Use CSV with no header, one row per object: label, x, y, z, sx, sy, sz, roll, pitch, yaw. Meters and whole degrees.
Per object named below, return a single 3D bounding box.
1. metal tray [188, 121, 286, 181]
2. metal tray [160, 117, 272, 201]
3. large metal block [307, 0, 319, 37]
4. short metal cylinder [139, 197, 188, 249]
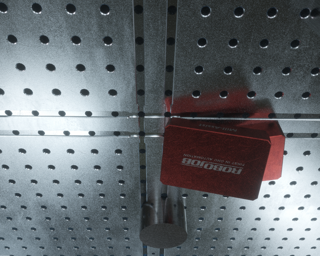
metal tray,0.106,0.042,0.446,0.131,0.030,0.090,-8,130,6
metal tray,0.070,0.040,0.410,0.131,0.030,0.089,9,114,8
large metal block,0.184,-0.117,0.279,0.050,0.080,0.079,-1,130,0
short metal cylinder,0.006,0.165,0.536,0.081,0.050,0.079,0,130,0
